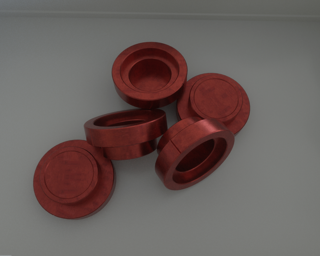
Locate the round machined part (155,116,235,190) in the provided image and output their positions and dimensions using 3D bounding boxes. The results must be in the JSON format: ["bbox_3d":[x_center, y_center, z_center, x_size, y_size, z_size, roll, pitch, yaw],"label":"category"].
[{"bbox_3d":[0.036,0.025,0.365,0.098,0.098,0.042,-31,56,-11],"label":"round machined part"}]

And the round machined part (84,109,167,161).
[{"bbox_3d":[-0.039,0.008,0.377,0.099,0.098,0.042,-9,105,-4],"label":"round machined part"}]

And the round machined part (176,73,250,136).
[{"bbox_3d":[0.071,-0.031,0.413,0.099,0.042,0.098,0,70,-1],"label":"round machined part"}]

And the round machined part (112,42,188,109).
[{"bbox_3d":[-0.013,-0.066,0.419,0.099,0.042,0.098,0,61,1],"label":"round machined part"}]

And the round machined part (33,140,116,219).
[{"bbox_3d":[-0.105,0.060,0.377,0.099,0.042,0.098,0,70,0],"label":"round machined part"}]
